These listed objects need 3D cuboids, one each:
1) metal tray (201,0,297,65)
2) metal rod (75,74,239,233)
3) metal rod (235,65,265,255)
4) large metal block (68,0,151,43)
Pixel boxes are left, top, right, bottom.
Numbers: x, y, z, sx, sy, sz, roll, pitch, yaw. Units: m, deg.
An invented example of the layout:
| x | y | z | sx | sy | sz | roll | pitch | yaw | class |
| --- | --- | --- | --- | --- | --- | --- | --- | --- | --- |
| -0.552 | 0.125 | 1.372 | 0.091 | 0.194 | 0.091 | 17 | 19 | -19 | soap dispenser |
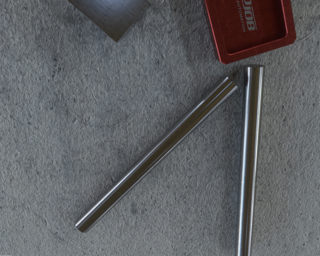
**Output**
| x | y | z | sx | sy | sz | roll | pitch | yaw | class |
| --- | --- | --- | --- | --- | --- | --- | --- | --- | --- |
| 0.096 | -0.149 | 0.353 | 0.090 | 0.030 | 0.129 | -17 | 110 | 5 | metal tray |
| -0.013 | 0.043 | 0.425 | 0.025 | 0.025 | 0.299 | 42 | 104 | -14 | metal rod |
| 0.124 | 0.063 | 0.434 | 0.025 | 0.025 | 0.298 | -3 | 110 | 0 | metal rod |
| -0.057 | -0.140 | 0.328 | 0.080 | 0.080 | 0.050 | 40 | 105 | -14 | large metal block |
